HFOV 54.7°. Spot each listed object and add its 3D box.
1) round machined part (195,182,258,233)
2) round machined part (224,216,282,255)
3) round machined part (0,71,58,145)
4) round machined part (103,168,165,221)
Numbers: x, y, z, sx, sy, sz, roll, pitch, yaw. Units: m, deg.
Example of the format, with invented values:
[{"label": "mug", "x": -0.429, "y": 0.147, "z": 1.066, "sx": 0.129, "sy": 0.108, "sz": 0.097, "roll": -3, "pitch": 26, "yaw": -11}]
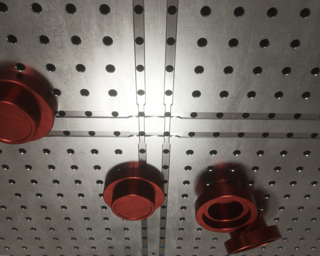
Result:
[{"label": "round machined part", "x": 0.106, "y": 0.126, "z": 0.508, "sx": 0.099, "sy": 0.042, "sz": 0.097, "roll": 0, "pitch": 129, "yaw": 0}, {"label": "round machined part", "x": 0.160, "y": 0.188, "z": 0.548, "sx": 0.099, "sy": 0.042, "sz": 0.098, "roll": -14, "pitch": 152, "yaw": -7}, {"label": "round machined part", "x": -0.182, "y": -0.018, "z": 0.383, "sx": 0.099, "sy": 0.042, "sz": 0.097, "roll": 0, "pitch": 130, "yaw": 0}, {"label": "round machined part", "x": -0.042, "y": 0.112, "z": 0.495, "sx": 0.099, "sy": 0.042, "sz": 0.097, "roll": -1, "pitch": 130, "yaw": 0}]
